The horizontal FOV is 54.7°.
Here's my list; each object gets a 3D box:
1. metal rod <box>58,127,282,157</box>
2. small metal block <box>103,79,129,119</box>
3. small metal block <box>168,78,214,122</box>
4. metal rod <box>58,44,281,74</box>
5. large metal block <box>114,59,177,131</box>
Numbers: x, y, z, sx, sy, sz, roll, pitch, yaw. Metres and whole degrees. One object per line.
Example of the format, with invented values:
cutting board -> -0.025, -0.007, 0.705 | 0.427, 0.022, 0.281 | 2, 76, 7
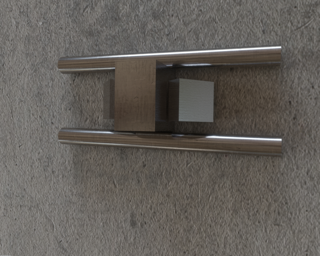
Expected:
metal rod -> -0.001, 0.017, 0.410 | 0.301, 0.025, 0.025 | 2, 91, 19
small metal block -> -0.059, -0.037, 0.415 | 0.025, 0.050, 0.050 | 1, 91, -20
small metal block -> 0.038, -0.033, 0.381 | 0.025, 0.050, 0.050 | 1, 90, 61
metal rod -> -0.002, -0.089, 0.410 | 0.301, 0.025, 0.025 | 2, 91, 19
large metal block -> -0.015, -0.037, 0.388 | 0.050, 0.080, 0.079 | 1, 90, 20
